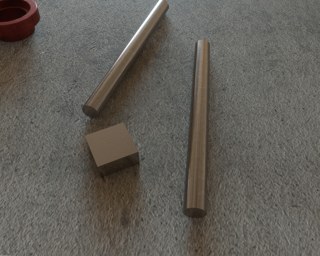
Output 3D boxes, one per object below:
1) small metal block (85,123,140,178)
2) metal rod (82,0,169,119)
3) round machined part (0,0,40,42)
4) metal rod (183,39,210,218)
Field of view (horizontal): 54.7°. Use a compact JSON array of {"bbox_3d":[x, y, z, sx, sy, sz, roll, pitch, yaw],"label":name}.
[{"bbox_3d":[-0.059,0.026,0.380,0.050,0.025,0.050,-20,53,-16],"label":"small metal block"},{"bbox_3d":[-0.044,-0.130,0.511,0.025,0.025,0.301,15,51,12],"label":"metal rod"},{"bbox_3d":[-0.262,-0.189,0.548,0.099,0.042,0.098,0,50,0],"label":"round machined part"},{"bbox_3d":[0.054,-0.024,0.423,0.025,0.025,0.300,5,50,4],"label":"metal rod"}]
